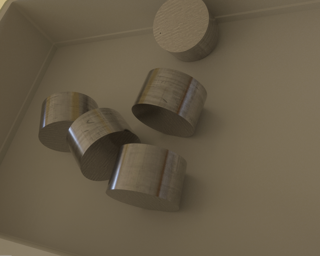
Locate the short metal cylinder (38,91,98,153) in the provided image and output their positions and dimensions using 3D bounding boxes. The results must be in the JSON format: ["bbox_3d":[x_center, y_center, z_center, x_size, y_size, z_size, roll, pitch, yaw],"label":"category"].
[{"bbox_3d":[-0.128,-0.007,0.442,0.080,0.080,0.050,-20,54,16],"label":"short metal cylinder"}]

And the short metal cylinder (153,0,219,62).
[{"bbox_3d":[0.037,-0.139,0.437,0.080,0.050,0.080,-2,85,25],"label":"short metal cylinder"}]

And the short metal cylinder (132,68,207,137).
[{"bbox_3d":[0.012,-0.030,0.382,0.080,0.080,0.050,9,67,32],"label":"short metal cylinder"}]

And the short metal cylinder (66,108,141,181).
[{"bbox_3d":[-0.071,0.021,0.395,0.080,0.080,0.050,-41,51,0],"label":"short metal cylinder"}]

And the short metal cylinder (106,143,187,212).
[{"bbox_3d":[-0.014,0.057,0.343,0.080,0.080,0.050,-1,61,28],"label":"short metal cylinder"}]
